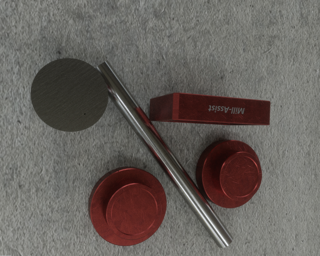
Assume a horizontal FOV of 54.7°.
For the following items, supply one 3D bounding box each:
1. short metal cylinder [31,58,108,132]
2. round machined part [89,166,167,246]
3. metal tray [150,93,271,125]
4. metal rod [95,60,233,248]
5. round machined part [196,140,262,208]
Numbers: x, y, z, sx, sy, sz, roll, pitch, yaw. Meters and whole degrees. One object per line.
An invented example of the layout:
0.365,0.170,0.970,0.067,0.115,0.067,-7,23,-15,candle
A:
-0.105,-0.036,0.357,0.081,0.050,0.079,0,90,-21,short metal cylinder
-0.037,0.099,0.387,0.099,0.042,0.097,0,90,-21,round machined part
0.061,-0.021,0.398,0.131,0.090,0.030,3,89,-20,metal tray
0.009,0.043,0.413,0.025,0.025,0.299,-39,103,-16,metal rod
0.104,0.066,0.440,0.099,0.042,0.097,0,90,-21,round machined part
